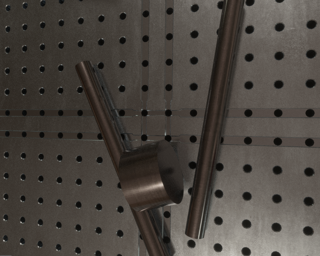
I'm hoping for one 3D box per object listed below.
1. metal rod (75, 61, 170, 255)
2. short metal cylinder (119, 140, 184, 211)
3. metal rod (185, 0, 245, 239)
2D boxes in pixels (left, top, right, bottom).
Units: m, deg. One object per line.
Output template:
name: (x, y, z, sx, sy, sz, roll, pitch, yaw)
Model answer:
metal rod: (-0.054, 0.045, 0.430, 0.025, 0.025, 0.299, -25, 82, 18)
short metal cylinder: (-0.009, 0.059, 0.386, 0.050, 0.080, 0.080, -17, 85, 19)
metal rod: (0.068, -0.010, 0.388, 0.025, 0.025, 0.298, 10, 93, 19)
